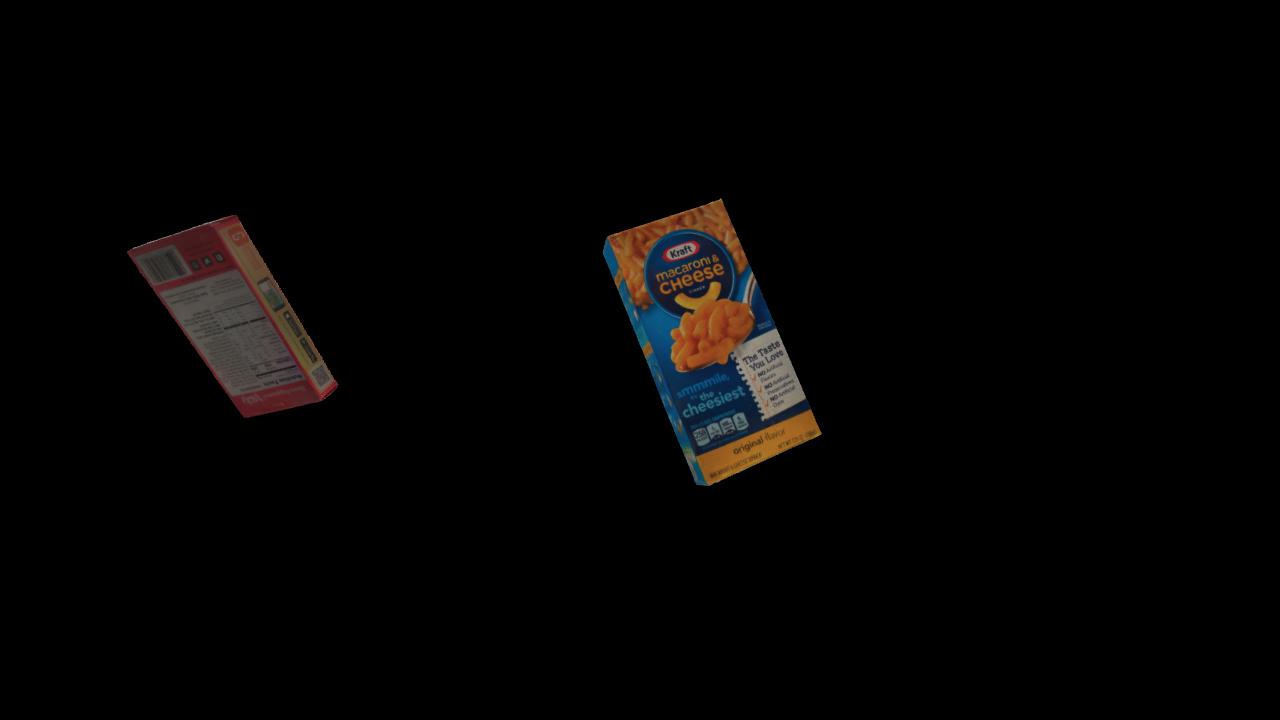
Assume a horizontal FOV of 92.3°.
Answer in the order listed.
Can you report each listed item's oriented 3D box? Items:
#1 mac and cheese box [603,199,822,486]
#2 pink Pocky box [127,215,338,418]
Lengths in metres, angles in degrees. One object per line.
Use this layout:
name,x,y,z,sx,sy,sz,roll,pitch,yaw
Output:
mac and cheese box,0.049,-0.014,0.440,0.093,0.184,0.041,-21,-5,-11
pink Pocky box,-0.317,-0.029,0.488,0.084,0.155,0.029,-12,26,15
